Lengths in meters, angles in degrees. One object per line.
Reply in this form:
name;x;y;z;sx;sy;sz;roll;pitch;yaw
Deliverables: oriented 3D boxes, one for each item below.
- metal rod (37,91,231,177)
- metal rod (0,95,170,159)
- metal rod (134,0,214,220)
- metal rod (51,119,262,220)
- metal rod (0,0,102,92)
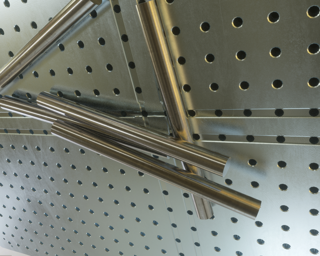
metal rod;-0.052;0.000;0.417;0.300;0.025;0.025;19;126;25
metal rod;-0.122;-0.006;0.472;0.301;0.025;0.025;15;125;19
metal rod;0.025;-0.005;0.394;0.025;0.025;0.299;-3;117;30
metal rod;-0.017;0.049;0.417;0.301;0.025;0.025;21;126;16
metal rod;-0.188;-0.106;0.445;0.299;0.025;0.025;-23;106;36
